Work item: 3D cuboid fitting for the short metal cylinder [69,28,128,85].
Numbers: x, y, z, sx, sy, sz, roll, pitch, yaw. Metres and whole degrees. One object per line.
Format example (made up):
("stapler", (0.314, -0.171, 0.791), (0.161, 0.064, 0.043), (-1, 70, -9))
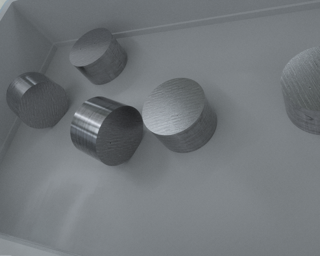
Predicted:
("short metal cylinder", (-0.102, -0.119, 0.517), (0.080, 0.050, 0.080), (-13, 56, 21))

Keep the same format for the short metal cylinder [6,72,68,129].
("short metal cylinder", (-0.198, -0.045, 0.503), (0.050, 0.080, 0.080), (32, 79, 38))

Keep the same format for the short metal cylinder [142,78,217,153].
("short metal cylinder", (0.025, -0.015, 0.386), (0.080, 0.050, 0.080), (-13, 56, 21))

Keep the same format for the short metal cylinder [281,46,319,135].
("short metal cylinder", (0.172, -0.039, 0.323), (0.080, 0.050, 0.080), (-13, 56, 21))

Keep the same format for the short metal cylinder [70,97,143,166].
("short metal cylinder", (-0.068, 0.003, 0.404), (0.050, 0.080, 0.080), (21, 73, 36))
